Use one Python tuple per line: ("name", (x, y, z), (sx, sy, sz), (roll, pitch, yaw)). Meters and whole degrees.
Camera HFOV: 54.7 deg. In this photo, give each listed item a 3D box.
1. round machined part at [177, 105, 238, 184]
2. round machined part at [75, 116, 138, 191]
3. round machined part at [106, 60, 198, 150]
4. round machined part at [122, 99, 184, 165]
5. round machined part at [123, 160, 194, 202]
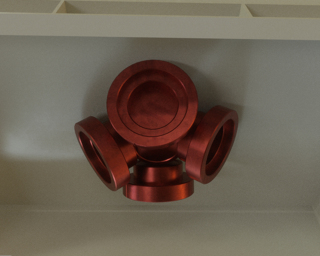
("round machined part", (0.057, 0.017, 0.388), (0.042, 0.099, 0.097), (23, 137, 28))
("round machined part", (-0.065, 0.028, 0.394), (0.042, 0.098, 0.097), (-31, 135, -24))
("round machined part", (-0.007, -0.024, 0.351), (0.099, 0.098, 0.042), (-3, 168, 2))
("round machined part", (-0.004, 0.010, 0.404), (0.099, 0.042, 0.097), (-1, 130, 0))
("round machined part", (-0.003, 0.067, 0.428), (0.099, 0.098, 0.042), (-1, 94, 0))
